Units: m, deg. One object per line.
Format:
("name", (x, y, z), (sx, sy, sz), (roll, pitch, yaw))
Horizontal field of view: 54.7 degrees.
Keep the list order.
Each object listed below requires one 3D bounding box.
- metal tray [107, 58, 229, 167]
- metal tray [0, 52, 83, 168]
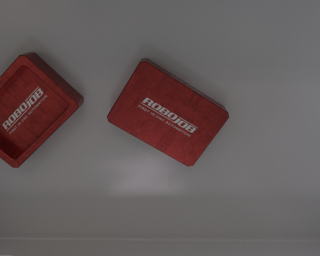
("metal tray", (0.010, -0.018, 0.402), (0.130, 0.030, 0.090), (30, 107, -11))
("metal tray", (-0.176, -0.021, 0.399), (0.130, 0.030, 0.090), (-42, 105, 13))
